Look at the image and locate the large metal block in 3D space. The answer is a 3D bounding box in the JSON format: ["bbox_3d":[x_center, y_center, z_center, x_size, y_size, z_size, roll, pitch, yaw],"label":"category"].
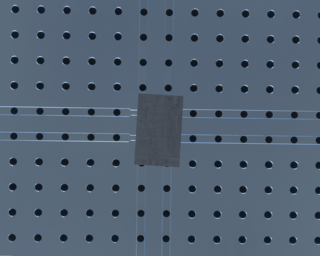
[{"bbox_3d":[-0.001,0.002,0.385,0.050,0.080,0.079,3,90,0],"label":"large metal block"}]
